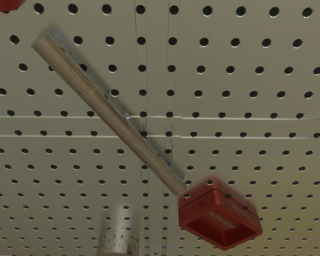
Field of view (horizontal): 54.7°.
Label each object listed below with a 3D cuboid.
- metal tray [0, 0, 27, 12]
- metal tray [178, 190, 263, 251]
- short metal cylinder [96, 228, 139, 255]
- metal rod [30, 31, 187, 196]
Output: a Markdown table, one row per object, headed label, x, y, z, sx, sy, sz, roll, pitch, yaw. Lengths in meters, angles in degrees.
| label | x | y | z | sx | sy | sz | roll | pitch | yaw |
| --- | --- | --- | --- | --- | --- | --- | --- | --- | --- |
| metal tray | -0.183 | -0.166 | 0.264 | 0.091 | 0.030 | 0.129 | -5 | 130 | 4 |
| metal tray | 0.108 | 0.168 | 0.552 | 0.130 | 0.030 | 0.090 | 36 | 121 | -27 |
| short metal cylinder | -0.080 | 0.236 | 0.595 | 0.081 | 0.050 | 0.079 | 0 | 130 | 0 |
| metal rod | -0.048 | 0.001 | 0.411 | 0.025 | 0.025 | 0.300 | -26 | 126 | 20 |
